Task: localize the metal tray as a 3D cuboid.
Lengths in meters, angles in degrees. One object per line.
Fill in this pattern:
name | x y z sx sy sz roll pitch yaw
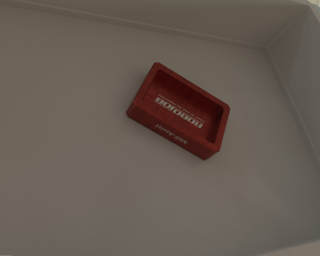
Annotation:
metal tray | 0.029 -0.024 0.432 0.130 0.030 0.090 30 52 -9
